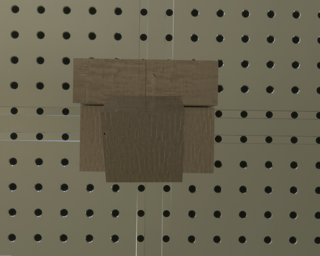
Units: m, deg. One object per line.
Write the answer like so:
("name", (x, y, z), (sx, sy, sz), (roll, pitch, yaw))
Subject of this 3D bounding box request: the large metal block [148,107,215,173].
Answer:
("large metal block", (0.025, 0.014, 0.399), (0.081, 0.050, 0.079), (1, 90, -1))

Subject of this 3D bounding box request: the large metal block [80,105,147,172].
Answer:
("large metal block", (-0.056, 0.013, 0.398), (0.081, 0.050, 0.079), (1, 90, -1))

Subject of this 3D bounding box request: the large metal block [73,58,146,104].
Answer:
("large metal block", (-0.056, -0.052, 0.384), (0.081, 0.080, 0.050), (1, 90, -1))

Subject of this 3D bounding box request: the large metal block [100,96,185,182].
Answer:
("large metal block", (-0.017, 0.011, 0.334), (0.081, 0.050, 0.079), (0, 114, -1))

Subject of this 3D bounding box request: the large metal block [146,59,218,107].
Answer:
("large metal block", (0.024, -0.051, 0.385), (0.081, 0.080, 0.050), (1, 90, -1))
